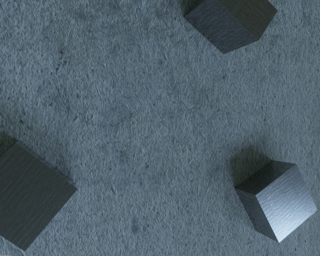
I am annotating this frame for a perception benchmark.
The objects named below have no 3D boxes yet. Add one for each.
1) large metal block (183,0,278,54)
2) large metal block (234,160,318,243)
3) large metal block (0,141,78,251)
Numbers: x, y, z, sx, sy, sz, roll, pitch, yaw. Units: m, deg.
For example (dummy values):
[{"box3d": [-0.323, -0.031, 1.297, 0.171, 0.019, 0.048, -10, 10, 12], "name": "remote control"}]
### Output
[{"box3d": [0.091, -0.152, 0.413, 0.080, 0.080, 0.050, 37, 78, -16], "name": "large metal block"}, {"box3d": [0.171, 0.105, 0.459, 0.080, 0.050, 0.080, -31, 100, -17], "name": "large metal block"}, {"box3d": [-0.151, 0.071, 0.340, 0.080, 0.050, 0.080, 42, 77, -15], "name": "large metal block"}]
